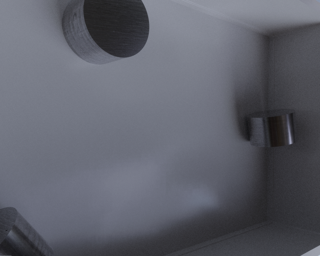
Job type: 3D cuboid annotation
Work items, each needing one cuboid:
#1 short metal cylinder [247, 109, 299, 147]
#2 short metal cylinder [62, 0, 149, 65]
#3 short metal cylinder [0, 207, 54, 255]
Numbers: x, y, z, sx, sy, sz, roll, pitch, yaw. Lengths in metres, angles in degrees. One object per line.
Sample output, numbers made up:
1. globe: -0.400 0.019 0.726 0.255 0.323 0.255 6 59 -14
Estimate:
1. short metal cylinder: 0.195 -0.001 0.537 0.081 0.080 0.050 -16 101 -39
2. short metal cylinder: -0.059 -0.114 0.342 0.081 0.050 0.079 0 90 -40
3. short metal cylinder: -0.138 0.113 0.256 0.080 0.080 0.050 -45 118 -31
